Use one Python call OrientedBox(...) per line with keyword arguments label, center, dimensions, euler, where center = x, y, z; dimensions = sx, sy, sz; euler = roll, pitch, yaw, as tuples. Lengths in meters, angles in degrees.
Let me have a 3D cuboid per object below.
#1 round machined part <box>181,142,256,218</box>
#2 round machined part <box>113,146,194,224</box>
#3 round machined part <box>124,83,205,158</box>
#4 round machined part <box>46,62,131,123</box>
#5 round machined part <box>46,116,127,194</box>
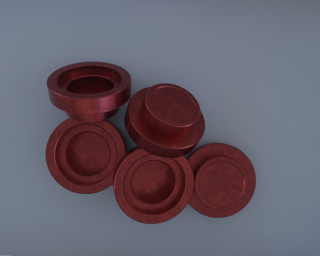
OrientedBox(label="round machined part", center=(0.076, 0.068, 0.402), dimensions=(0.099, 0.042, 0.097), euler=(0, 90, -1))
OrientedBox(label="round machined part", center=(-0.010, 0.066, 0.390), dimensions=(0.099, 0.042, 0.097), euler=(-2, 96, -13))
OrientedBox(label="round machined part", center=(0.010, -0.016, 0.374), dimensions=(0.099, 0.042, 0.098), euler=(11, 49, -13))
OrientedBox(label="round machined part", center=(-0.085, -0.043, 0.382), dimensions=(0.099, 0.098, 0.042), euler=(3, 126, -1))
OrientedBox(label="round machined part", center=(-0.091, 0.032, 0.399), dimensions=(0.099, 0.042, 0.097), euler=(0, 90, -1))
